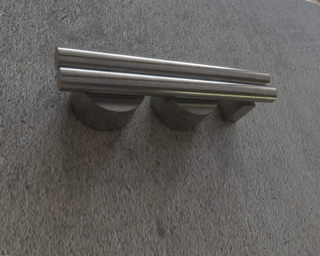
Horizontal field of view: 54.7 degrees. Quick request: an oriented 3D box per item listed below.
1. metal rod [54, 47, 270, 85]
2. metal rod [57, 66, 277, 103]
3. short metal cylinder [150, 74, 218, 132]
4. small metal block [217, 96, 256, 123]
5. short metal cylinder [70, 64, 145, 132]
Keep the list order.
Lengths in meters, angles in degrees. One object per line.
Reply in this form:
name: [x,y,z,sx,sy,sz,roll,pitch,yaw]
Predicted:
metal rod: [0.024,-0.073,0.397,0.303,0.025,0.025,0,62,-28]
metal rod: [0.030,-0.050,0.387,0.303,0.025,0.025,0,62,-28]
short metal cylinder: [0.033,-0.041,0.432,0.081,0.050,0.080,14,56,-21]
small metal block: [0.113,-0.042,0.477,0.025,0.050,0.050,-1,62,-29]
short metal cylinder: [-0.064,-0.042,0.379,0.081,0.050,0.080,14,56,-21]
